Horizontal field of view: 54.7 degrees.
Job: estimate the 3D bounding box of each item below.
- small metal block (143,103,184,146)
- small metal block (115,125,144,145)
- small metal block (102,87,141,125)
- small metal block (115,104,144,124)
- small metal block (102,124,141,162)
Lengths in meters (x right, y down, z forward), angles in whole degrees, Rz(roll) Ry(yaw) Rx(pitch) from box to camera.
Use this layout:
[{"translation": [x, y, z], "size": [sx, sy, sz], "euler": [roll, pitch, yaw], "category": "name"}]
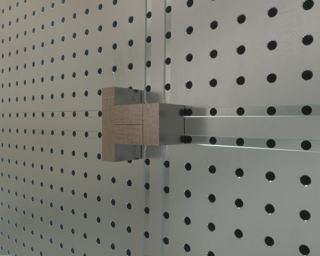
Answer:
[{"translation": [0.005, -0.004, 0.386], "size": [0.025, 0.050, 0.050], "euler": [0, 90, 40], "category": "small metal block"}, {"translation": [-0.024, 0.008, 0.410], "size": [0.050, 0.050, 0.025], "euler": [0, 90, 39], "category": "small metal block"}, {"translation": [-0.053, -0.030, 0.434], "size": [0.025, 0.050, 0.050], "euler": [0, 90, 40], "category": "small metal block"}, {"translation": [-0.024, -0.017, 0.410], "size": [0.050, 0.050, 0.025], "euler": [0, 90, 39], "category": "small metal block"}, {"translation": [-0.053, 0.020, 0.434], "size": [0.025, 0.050, 0.050], "euler": [0, 90, 40], "category": "small metal block"}]
